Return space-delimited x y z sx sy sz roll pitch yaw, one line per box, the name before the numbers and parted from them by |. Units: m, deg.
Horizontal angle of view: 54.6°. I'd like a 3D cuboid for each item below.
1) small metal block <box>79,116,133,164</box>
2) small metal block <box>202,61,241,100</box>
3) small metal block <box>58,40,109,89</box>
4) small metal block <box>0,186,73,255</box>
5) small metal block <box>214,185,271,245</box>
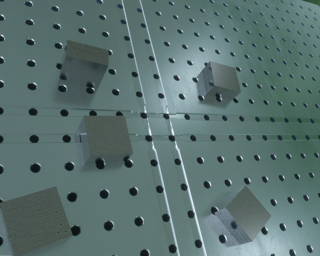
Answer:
small metal block | -0.064 0.013 0.365 0.050 0.025 0.050 -1 62 -29
small metal block | 0.100 -0.077 0.508 0.050 0.025 0.050 10 58 -23
small metal block | -0.096 -0.078 0.388 0.050 0.050 0.025 9 58 -23
small metal block | -0.117 0.089 0.291 0.050 0.025 0.050 -14 69 -34
small metal block | 0.106 0.111 0.397 0.050 0.025 0.050 -33 80 -38
